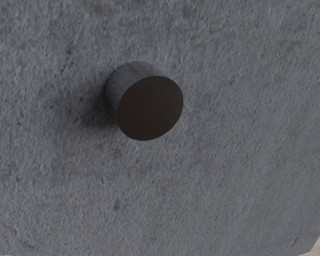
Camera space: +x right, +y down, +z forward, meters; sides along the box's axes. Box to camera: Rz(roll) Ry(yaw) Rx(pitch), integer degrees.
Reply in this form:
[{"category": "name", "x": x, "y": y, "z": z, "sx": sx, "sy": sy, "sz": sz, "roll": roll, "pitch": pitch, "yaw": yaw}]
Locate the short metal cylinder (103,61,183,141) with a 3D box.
[{"category": "short metal cylinder", "x": -0.020, "y": -0.032, "z": 0.361, "sx": 0.081, "sy": 0.050, "sz": 0.079, "roll": -14, "pitch": 125, "yaw": -21}]
